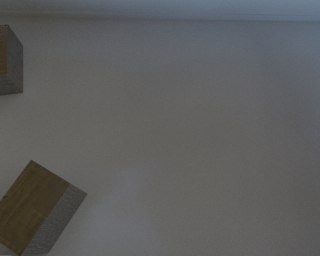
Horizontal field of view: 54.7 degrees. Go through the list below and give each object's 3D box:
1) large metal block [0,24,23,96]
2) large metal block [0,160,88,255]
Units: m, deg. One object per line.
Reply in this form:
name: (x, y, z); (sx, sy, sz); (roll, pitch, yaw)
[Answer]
large metal block: (-0.240, -0.090, 0.427); (0.081, 0.050, 0.080); (-8, 70, -3)
large metal block: (-0.134, 0.091, 0.346); (0.050, 0.080, 0.080); (29, 73, 10)
